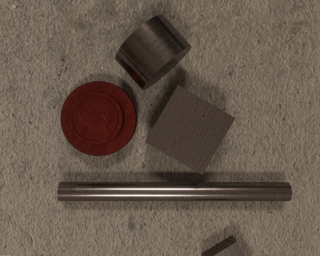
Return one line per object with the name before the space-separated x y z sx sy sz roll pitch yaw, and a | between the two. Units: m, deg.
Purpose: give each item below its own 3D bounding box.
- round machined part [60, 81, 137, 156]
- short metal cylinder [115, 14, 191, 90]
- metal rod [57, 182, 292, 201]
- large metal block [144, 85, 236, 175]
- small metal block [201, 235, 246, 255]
round machined part | -0.080 -0.012 0.400 0.099 0.042 0.097 0 90 -1
short metal cylinder | -0.008 -0.092 0.382 0.080 0.080 0.050 -41 91 0
metal rod | 0.020 0.084 0.410 0.302 0.025 0.025 0 90 -1
large metal block | 0.036 0.002 0.398 0.080 0.050 0.080 30 90 -1
small metal block | 0.091 0.180 0.411 0.050 0.025 0.050 -31 90 -1
